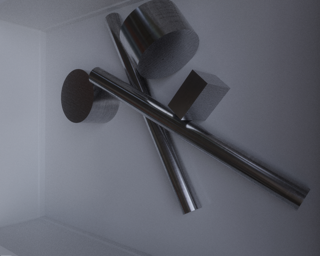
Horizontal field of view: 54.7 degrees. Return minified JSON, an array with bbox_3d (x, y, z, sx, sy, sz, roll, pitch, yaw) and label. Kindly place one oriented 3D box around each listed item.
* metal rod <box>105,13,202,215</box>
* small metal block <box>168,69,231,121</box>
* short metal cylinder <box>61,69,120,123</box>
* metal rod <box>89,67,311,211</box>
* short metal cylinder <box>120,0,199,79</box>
[{"bbox_3d":[-0.016,-0.032,0.417,0.025,0.025,0.299,-35,69,34],"label":"metal rod"},{"bbox_3d":[0.045,-0.035,0.352,0.025,0.050,0.050,50,119,28],"label":"small metal block"},{"bbox_3d":[-0.107,-0.047,0.476,0.080,0.050,0.079,0,90,39],"label":"short metal cylinder"},{"bbox_3d":[0.024,-0.003,0.363,0.300,0.025,0.025,32,110,27],"label":"metal rod"},{"bbox_3d":[-0.001,-0.104,0.370,0.080,0.081,0.050,-43,64,31],"label":"short metal cylinder"}]
